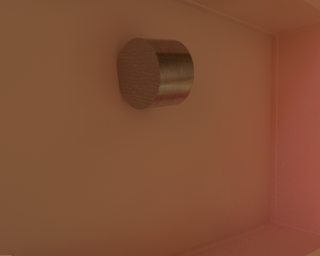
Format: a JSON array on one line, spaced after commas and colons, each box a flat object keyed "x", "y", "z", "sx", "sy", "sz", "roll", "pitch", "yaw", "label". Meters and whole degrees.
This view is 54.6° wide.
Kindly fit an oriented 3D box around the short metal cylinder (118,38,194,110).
[{"x": -0.006, "y": -0.064, "z": 0.364, "sx": 0.050, "sy": 0.080, "sz": 0.080, "roll": -11, "pitch": 97, "yaw": -39, "label": "short metal cylinder"}]
